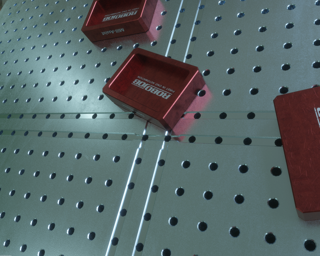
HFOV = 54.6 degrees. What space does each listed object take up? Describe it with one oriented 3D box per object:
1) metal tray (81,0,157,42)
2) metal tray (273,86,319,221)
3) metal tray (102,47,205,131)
[{"bbox_3d":[-0.075,-0.212,0.576,0.130,0.030,0.090,-1,61,27],"label":"metal tray"},{"bbox_3d":[0.170,0.019,0.305,0.090,0.030,0.130,-12,56,21],"label":"metal tray"},{"bbox_3d":[-0.012,-0.061,0.449,0.130,0.030,0.090,28,77,37],"label":"metal tray"}]
